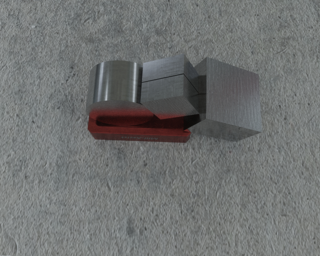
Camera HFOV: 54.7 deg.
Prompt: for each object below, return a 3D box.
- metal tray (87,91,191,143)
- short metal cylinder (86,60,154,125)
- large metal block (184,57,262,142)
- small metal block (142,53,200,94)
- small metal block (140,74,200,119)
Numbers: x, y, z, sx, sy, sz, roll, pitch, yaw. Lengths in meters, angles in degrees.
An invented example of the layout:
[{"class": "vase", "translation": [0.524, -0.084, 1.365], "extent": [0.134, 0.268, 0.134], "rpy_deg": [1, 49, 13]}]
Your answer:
[{"class": "metal tray", "translation": [-0.024, -0.029, 0.417], "extent": [0.131, 0.030, 0.090], "rpy_deg": [2, 70, 0]}, {"class": "short metal cylinder", "translation": [-0.047, -0.040, 0.381], "extent": [0.081, 0.080, 0.050], "rpy_deg": [1, 70, 0]}, {"class": "large metal block", "translation": [0.079, -0.033, 0.393], "extent": [0.081, 0.050, 0.080], "rpy_deg": [12, 68, -23]}, {"class": "small metal block", "translation": [0.014, -0.058, 0.362], "extent": [0.050, 0.050, 0.025], "rpy_deg": [-8, 67, 25]}, {"class": "small metal block", "translation": [0.013, -0.033, 0.352], "extent": [0.050, 0.050, 0.025], "rpy_deg": [-8, 67, 25]}]
